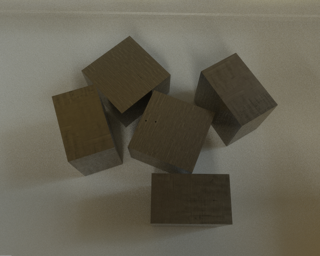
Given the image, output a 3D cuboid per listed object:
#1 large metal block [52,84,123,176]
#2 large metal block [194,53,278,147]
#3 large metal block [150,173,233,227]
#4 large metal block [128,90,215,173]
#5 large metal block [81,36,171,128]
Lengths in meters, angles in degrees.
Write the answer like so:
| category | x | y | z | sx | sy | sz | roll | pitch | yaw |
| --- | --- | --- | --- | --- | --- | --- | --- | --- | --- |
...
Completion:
| category | x | y | z | sx | sy | sz | roll | pitch | yaw |
| --- | --- | --- | --- | --- | --- | --- | --- | --- | --- |
| large metal block | -0.085 | 0.006 | 0.376 | 0.050 | 0.080 | 0.080 | -18 | 71 | -7 |
| large metal block | 0.090 | -0.033 | 0.391 | 0.050 | 0.080 | 0.080 | -30 | 73 | -10 |
| large metal block | 0.031 | 0.084 | 0.349 | 0.081 | 0.080 | 0.050 | 1 | 70 | 0 |
| large metal block | 0.015 | 0.010 | 0.391 | 0.080 | 0.050 | 0.080 | 21 | 71 | 7 |
| large metal block | -0.043 | -0.062 | 0.417 | 0.080 | 0.050 | 0.080 | -40 | 75 | -14 |
